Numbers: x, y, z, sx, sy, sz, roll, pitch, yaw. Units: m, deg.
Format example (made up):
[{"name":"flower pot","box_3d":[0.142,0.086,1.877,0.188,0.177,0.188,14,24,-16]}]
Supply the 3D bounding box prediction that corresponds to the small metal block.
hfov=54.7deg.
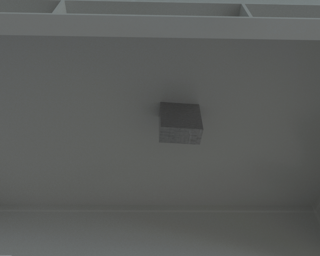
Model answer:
[{"name":"small metal block","box_3d":[0.025,-0.006,0.388,0.050,0.050,0.025,4,130,-4]}]
